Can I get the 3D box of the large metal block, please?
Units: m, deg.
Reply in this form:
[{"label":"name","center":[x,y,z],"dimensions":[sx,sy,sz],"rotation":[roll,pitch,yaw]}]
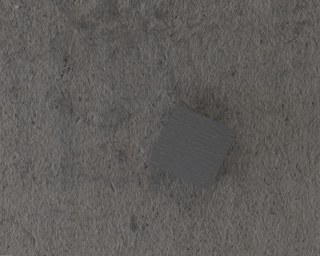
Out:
[{"label":"large metal block","center":[0.039,0.023,0.398],"dimensions":[0.080,0.050,0.080],"rotation":[25,90,0]}]
